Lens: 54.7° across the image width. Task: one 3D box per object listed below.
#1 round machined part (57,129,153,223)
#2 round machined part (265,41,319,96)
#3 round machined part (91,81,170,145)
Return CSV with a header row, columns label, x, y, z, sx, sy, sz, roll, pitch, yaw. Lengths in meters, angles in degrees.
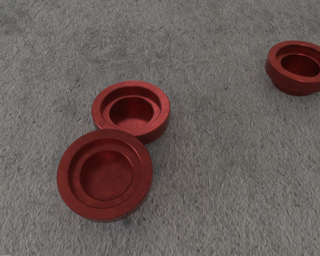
label,x,y,z,sx,sy,sz,roll,pitch,yaw
round machined part,-0.056,0.053,0.337,0.099,0.042,0.098,0,64,0
round machined part,0.208,-0.086,0.465,0.099,0.042,0.098,0,50,0
round machined part,-0.036,-0.014,0.403,0.099,0.042,0.098,0,50,0
